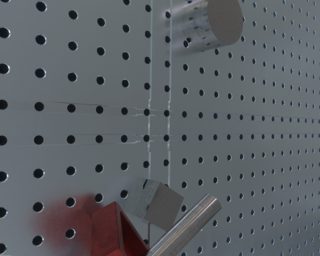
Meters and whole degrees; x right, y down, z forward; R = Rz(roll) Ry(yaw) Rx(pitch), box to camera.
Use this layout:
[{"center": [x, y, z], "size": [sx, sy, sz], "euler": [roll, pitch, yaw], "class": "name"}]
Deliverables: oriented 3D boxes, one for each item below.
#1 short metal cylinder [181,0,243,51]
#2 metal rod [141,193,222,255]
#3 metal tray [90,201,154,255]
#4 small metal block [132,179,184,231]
[{"center": [0.078, -0.158, 0.457], "size": [0.081, 0.050, 0.079], "euler": [0, 90, -40], "class": "short metal cylinder"}, {"center": [-0.045, 0.170, 0.305], "size": [0.302, 0.025, 0.025], "euler": [-37, 113, -25], "class": "metal rod"}, {"center": [-0.026, 0.154, 0.331], "size": [0.030, 0.090, 0.130], "euler": [-29, 111, -1], "class": "metal tray"}, {"center": [-0.002, 0.103, 0.408], "size": [0.050, 0.025, 0.050], "euler": [40, 66, -33], "class": "small metal block"}]
